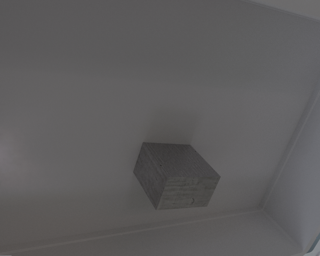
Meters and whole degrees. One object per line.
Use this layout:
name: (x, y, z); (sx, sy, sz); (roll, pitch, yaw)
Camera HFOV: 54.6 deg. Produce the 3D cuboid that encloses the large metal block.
large metal block: (0.020, 0.063, 0.422); (0.081, 0.080, 0.050); (5, 116, -31)
